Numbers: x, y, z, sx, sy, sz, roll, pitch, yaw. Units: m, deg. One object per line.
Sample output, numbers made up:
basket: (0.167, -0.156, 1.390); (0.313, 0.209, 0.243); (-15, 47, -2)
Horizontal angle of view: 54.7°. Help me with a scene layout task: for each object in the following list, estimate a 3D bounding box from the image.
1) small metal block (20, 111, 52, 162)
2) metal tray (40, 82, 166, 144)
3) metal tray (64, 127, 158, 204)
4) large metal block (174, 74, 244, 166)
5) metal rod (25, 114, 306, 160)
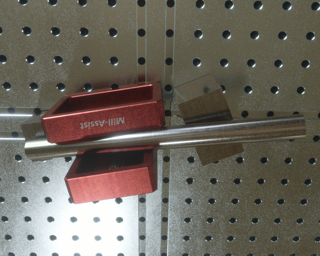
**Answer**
small metal block: (-0.151, 0.009, 0.401); (0.025, 0.050, 0.050); (-8, 110, 2)
metal tray: (-0.061, -0.021, 0.369); (0.131, 0.090, 0.030); (-8, 111, 2)
metal tray: (-0.050, 0.036, 0.370); (0.091, 0.130, 0.030); (-9, 111, 3)
large metal block: (0.057, -0.013, 0.379); (0.050, 0.080, 0.080); (-21, 109, 7)
metal rod: (-0.005, 0.012, 0.337); (0.301, 0.025, 0.025); (-5, 111, 11)
